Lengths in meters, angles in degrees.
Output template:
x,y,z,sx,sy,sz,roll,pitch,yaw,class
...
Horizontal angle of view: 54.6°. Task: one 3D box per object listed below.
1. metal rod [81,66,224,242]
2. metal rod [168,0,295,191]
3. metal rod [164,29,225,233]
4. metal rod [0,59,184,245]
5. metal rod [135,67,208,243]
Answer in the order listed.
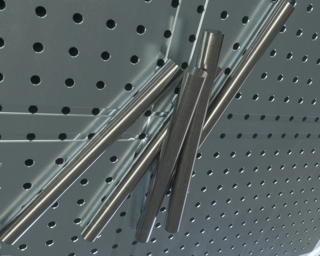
x,y,z,sx,sy,sz,roll,pitch,yaw,class
-0.016,0.037,0.424,0.025,0.025,0.299,29,102,-38,metal rod
0.084,-0.036,0.433,0.025,0.025,0.299,23,106,-36,metal rod
0.039,0.024,0.412,0.025,0.025,0.298,-6,121,-26,metal rod
-0.086,0.031,0.382,0.300,0.025,0.025,-45,129,3,metal rod
0.006,0.058,0.422,0.025,0.025,0.298,-4,128,-27,metal rod
